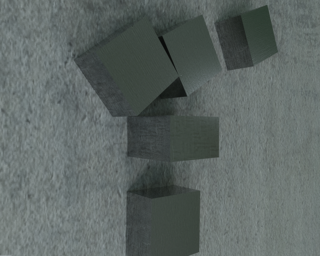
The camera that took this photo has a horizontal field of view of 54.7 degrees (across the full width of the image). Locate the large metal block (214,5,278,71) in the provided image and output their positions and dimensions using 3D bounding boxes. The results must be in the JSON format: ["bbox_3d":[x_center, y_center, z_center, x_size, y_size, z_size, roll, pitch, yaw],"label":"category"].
[{"bbox_3d":[0.144,-0.149,0.512,0.081,0.050,0.080,-32,110,-36],"label":"large metal block"}]

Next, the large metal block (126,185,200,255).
[{"bbox_3d":[0.005,0.120,0.395,0.081,0.050,0.079,1,89,-40],"label":"large metal block"}]

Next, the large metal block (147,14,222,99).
[{"bbox_3d":[0.029,-0.094,0.414,0.080,0.050,0.080,-38,114,-34],"label":"large metal block"}]

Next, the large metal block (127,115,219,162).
[{"bbox_3d":[0.016,0.011,0.384,0.081,0.080,0.050,0,90,-40],"label":"large metal block"}]

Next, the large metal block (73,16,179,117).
[{"bbox_3d":[-0.036,-0.069,0.360,0.080,0.050,0.080,-46,118,-30],"label":"large metal block"}]
